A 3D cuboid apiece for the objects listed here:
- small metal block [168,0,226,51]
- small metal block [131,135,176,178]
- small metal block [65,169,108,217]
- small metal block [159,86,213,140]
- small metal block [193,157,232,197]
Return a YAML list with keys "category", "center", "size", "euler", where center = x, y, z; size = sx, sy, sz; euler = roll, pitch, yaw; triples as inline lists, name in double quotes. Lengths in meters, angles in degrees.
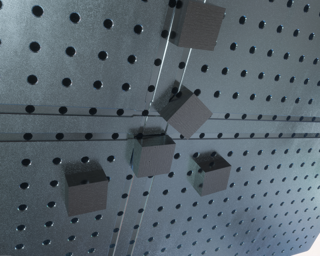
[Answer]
- category: "small metal block"
  center: [0.043, -0.120, 0.362]
  size: [0.050, 0.025, 0.050]
  euler: [-1, 119, -28]
- category: "small metal block"
  center: [-0.010, 0.039, 0.432]
  size: [0.050, 0.025, 0.050]
  euler: [-4, 120, -27]
- category: "small metal block"
  center: [-0.098, 0.086, 0.412]
  size: [0.050, 0.025, 0.050]
  euler: [-6, 121, -26]
- category: "small metal block"
  center: [0.036, -0.020, 0.420]
  size: [0.050, 0.025, 0.050]
  euler: [-47, 130, 4]
- category: "small metal block"
  center: [0.086, 0.080, 0.510]
  size: [0.050, 0.025, 0.050]
  euler: [-10, 123, -24]
